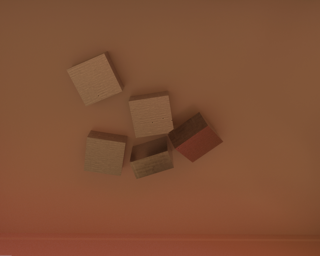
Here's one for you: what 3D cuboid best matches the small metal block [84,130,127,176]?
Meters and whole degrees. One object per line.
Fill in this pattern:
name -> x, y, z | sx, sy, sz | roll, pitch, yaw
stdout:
small metal block -> -0.074, 0.034, 0.423 | 0.050, 0.025, 0.050 | 9, 110, -4

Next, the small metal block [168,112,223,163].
small metal block -> 0.047, 0.013, 0.405 | 0.050, 0.025, 0.050 | -36, 139, 12

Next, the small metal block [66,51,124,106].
small metal block -> -0.079, -0.062, 0.387 | 0.050, 0.025, 0.050 | -22, 109, 7

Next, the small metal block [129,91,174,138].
small metal block -> -0.010, -0.018, 0.405 | 0.050, 0.025, 0.050 | -9, 110, 2

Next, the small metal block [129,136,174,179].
small metal block -> -0.010, 0.038, 0.412 | 0.050, 0.050, 0.025 | -18, 109, 6
